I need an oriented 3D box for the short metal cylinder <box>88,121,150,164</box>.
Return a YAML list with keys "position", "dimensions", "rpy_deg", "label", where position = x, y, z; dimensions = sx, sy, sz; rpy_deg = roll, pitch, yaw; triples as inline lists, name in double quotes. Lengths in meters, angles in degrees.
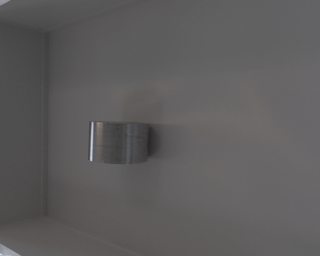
- position: [-0.055, 0.017, 0.418]
  dimensions: [0.080, 0.081, 0.050]
  rpy_deg: [5, 93, 40]
  label: "short metal cylinder"
